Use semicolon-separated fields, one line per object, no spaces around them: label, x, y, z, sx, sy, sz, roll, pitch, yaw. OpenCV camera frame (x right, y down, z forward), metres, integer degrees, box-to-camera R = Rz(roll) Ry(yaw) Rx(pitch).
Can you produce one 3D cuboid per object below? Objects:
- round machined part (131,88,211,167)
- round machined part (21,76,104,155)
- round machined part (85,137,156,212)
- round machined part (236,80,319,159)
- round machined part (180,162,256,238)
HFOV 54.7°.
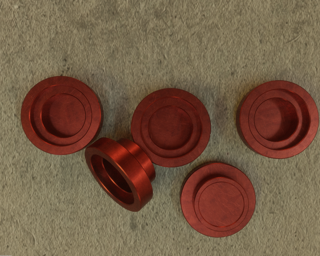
round machined part;0.013;0.000;0.399;0.099;0.042;0.097;0;87;-4
round machined part;-0.122;-0.016;0.400;0.099;0.042;0.097;0;90;0
round machined part;-0.044;0.051;0.381;0.042;0.098;0.098;-39;90;-32
round machined part;0.147;-0.010;0.402;0.099;0.042;0.097;0;90;0
round machined part;0.076;0.094;0.402;0.099;0.042;0.097;0;90;0
